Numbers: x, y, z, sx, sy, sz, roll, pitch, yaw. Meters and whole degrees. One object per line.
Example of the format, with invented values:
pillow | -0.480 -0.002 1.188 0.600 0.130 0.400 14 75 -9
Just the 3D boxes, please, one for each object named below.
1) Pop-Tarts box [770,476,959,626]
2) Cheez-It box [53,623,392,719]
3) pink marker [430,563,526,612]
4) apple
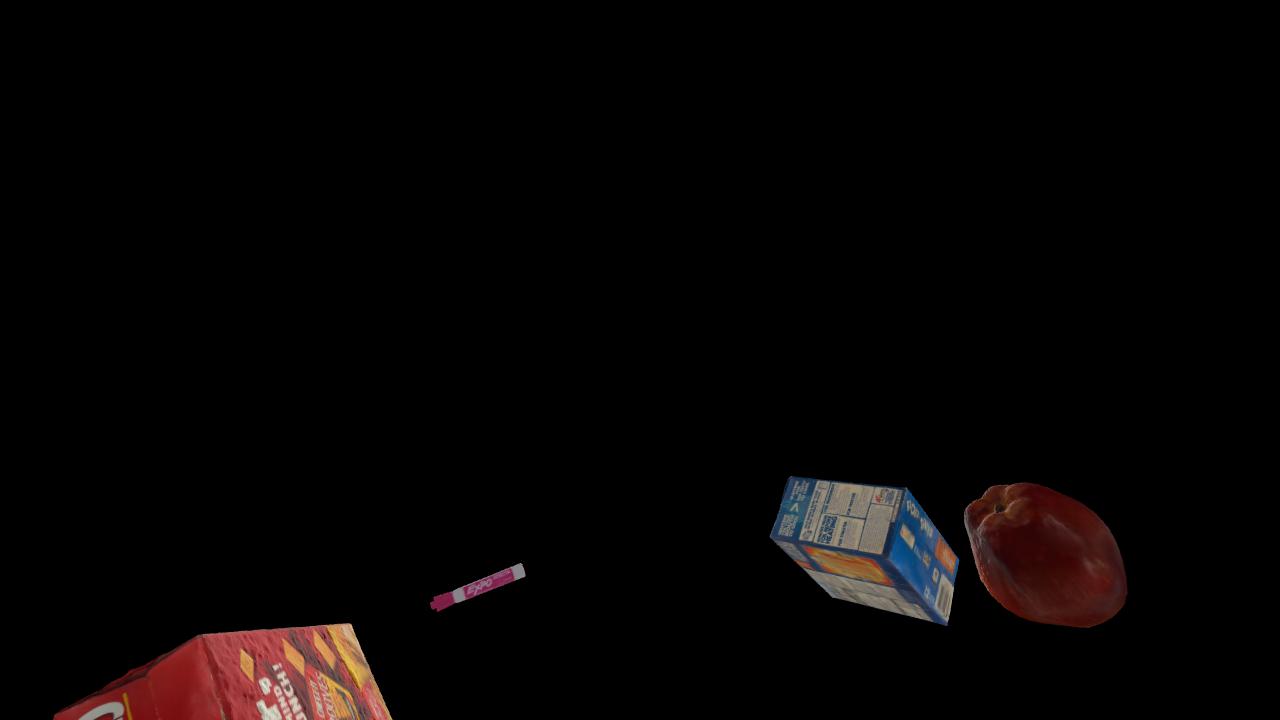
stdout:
Pop-Tarts box | 0.256 0.213 0.697 0.141 0.083 0.167 -5 -42 47
Cheez-It box | -0.197 0.244 0.349 0.071 0.166 0.223 -28 -15 -16
pink marker | -0.209 0.294 0.794 0.121 0.020 0.020 -16 6 -22
apple | 0.246 0.119 0.375 0.079 0.093 0.079 -39 10 8
